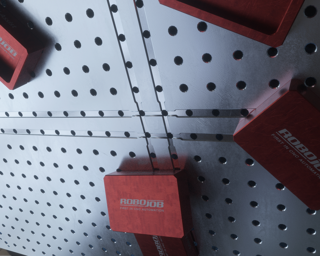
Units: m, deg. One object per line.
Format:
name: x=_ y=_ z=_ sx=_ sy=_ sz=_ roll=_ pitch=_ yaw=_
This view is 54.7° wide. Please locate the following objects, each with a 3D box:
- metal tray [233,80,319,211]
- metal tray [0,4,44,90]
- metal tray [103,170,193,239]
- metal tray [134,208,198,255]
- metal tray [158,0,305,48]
metal tray: x=0.158 y=0.022 z=0.338 sx=0.130 sy=0.030 sz=0.090 roll=42 pitch=129 yaw=-1
metal tray: x=-0.241 y=-0.130 z=0.451 sx=0.130 sy=0.030 sz=0.090 roll=44 pitch=129 yaw=-3
metal tray: x=-0.020 y=0.111 z=0.465 sx=0.130 sy=0.030 sz=0.089 roll=-6 pitch=93 yaw=30
metal tray: x=0.004 y=0.177 z=0.514 sx=0.090 sy=0.030 sz=0.129 roll=-5 pitch=116 yaw=30
metal tray: x=0.069 y=-0.141 z=0.283 sx=0.130 sy=0.030 sz=0.089 roll=25 pitch=127 yaw=12
